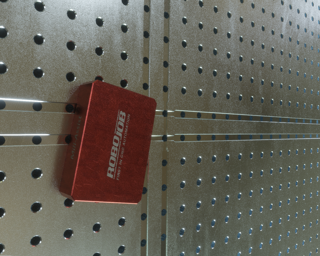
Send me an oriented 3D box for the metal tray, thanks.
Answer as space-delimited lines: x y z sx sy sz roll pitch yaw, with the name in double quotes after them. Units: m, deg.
-0.056 0.019 0.361 0.091 0.030 0.129 15 80 -39 "metal tray"
